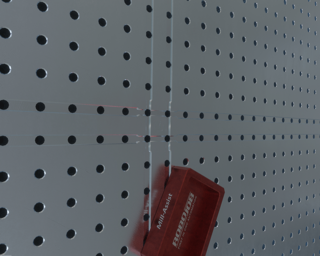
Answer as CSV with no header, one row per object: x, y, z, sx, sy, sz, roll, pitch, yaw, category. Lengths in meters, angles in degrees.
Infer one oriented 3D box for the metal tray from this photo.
0.037,0.130,0.435,0.090,0.030,0.130,34,69,-35,metal tray
